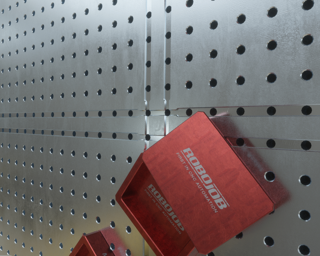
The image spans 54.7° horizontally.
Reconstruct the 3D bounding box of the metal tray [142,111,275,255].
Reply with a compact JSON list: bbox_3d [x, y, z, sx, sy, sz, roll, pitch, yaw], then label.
[{"bbox_3d":[0.050,0.057,0.343,0.090,0.030,0.130,-37,65,8],"label":"metal tray"}]

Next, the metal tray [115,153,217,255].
[{"bbox_3d":[0.005,0.104,0.400,0.130,0.030,0.089,46,117,30],"label":"metal tray"}]

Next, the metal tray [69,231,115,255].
[{"bbox_3d":[-0.095,0.241,0.481,0.130,0.030,0.089,48,118,28],"label":"metal tray"}]
